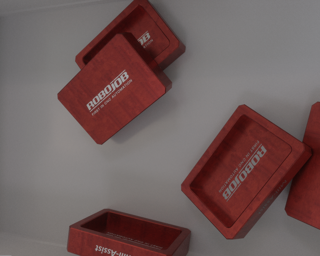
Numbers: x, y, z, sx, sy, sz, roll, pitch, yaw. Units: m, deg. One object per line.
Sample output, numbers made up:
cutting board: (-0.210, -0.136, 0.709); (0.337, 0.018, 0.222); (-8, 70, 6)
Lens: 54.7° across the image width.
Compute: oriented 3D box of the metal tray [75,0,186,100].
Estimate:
metal tray: (-0.043, -0.101, 0.422); (0.130, 0.030, 0.090); (-38, 78, 16)

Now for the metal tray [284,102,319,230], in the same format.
metal tray: (0.191, 0.044, 0.318); (0.090, 0.030, 0.129); (18, 97, 50)

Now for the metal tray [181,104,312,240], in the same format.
metal tray: (0.094, 0.049, 0.357); (0.090, 0.030, 0.129); (43, 104, 38)

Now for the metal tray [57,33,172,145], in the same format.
metal tray: (-0.061, -0.048, 0.404); (0.130, 0.030, 0.090); (-37, 96, 26)

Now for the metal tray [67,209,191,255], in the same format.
metal tray: (-0.036, 0.140, 0.388); (0.130, 0.090, 0.030); (8, 93, 19)
